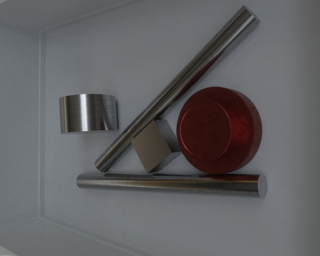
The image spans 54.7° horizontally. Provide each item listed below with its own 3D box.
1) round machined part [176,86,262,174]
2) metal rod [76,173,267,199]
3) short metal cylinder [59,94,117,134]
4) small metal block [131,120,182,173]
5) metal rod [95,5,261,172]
[{"bbox_3d":[0.058,0.003,0.343,0.098,0.042,0.097,0,90,39],"label":"round machined part"},{"bbox_3d":[-0.010,0.073,0.411,0.300,0.025,0.025,-7,86,39],"label":"metal rod"},{"bbox_3d":[-0.104,-0.018,0.453,0.080,0.081,0.050,-6,86,39],"label":"short metal cylinder"},{"bbox_3d":[-0.004,0.024,0.406,0.050,0.025,0.050,-43,65,31],"label":"small metal block"},{"bbox_3d":[0.004,-0.031,0.400,0.299,0.025,0.025,-44,64,31],"label":"metal rod"}]
